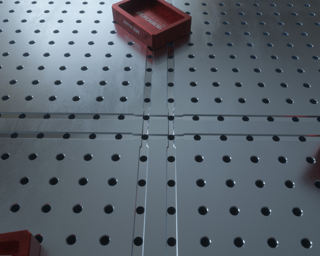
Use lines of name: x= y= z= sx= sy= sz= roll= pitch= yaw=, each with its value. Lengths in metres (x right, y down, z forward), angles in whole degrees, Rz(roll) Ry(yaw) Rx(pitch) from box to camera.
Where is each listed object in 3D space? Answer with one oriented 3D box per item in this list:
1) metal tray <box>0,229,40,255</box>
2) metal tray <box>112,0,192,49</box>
metal tray: x=-0.159 y=0.162 z=0.267 sx=0.091 sy=0.030 sz=0.130 roll=-7 pitch=50 yaw=-6
metal tray: x=-0.016 y=-0.203 z=0.574 sx=0.091 sy=0.030 sz=0.130 roll=-32 pitch=57 yaw=-24
